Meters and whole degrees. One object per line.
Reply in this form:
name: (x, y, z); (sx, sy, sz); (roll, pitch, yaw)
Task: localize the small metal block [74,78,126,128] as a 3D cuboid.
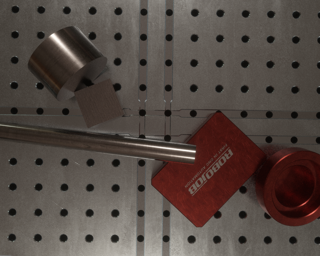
small metal block: (-0.079, -0.032, 0.412); (0.050, 0.025, 0.050); (-21, 90, -1)

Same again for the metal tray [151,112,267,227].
metal tray: (0.063, 0.054, 0.412); (0.090, 0.030, 0.130); (44, 90, -1)

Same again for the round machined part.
round machined part: (0.169, 0.072, 0.400); (0.099, 0.042, 0.097); (-2, 99, -11)

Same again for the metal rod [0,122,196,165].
metal rod: (-0.106, 0.016, 0.395); (0.302, 0.025, 0.025); (7, 90, 6)

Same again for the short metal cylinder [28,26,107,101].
short metal cylinder: (-0.113, -0.078, 0.384); (0.080, 0.080, 0.050); (-43, 90, 0)
